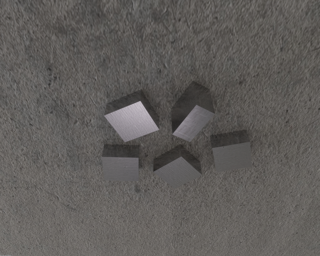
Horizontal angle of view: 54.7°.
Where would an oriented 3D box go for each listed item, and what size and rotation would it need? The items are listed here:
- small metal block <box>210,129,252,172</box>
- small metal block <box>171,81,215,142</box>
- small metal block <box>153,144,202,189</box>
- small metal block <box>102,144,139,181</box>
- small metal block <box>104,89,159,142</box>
[{"bbox_3d":[0.100,0.033,0.436,0.050,0.025,0.050,-10,130,8],"label":"small metal block"},{"bbox_3d":[0.038,-0.020,0.374,0.025,0.050,0.050,24,126,-19],"label":"small metal block"},{"bbox_3d":[0.026,0.058,0.456,0.050,0.025,0.050,-32,124,24],"label":"small metal block"},{"bbox_3d":[-0.056,0.051,0.450,0.050,0.025,0.050,2,130,-2],"label":"small metal block"},{"bbox_3d":[-0.035,-0.014,0.394,0.050,0.025,0.050,-21,127,16],"label":"small metal block"}]
